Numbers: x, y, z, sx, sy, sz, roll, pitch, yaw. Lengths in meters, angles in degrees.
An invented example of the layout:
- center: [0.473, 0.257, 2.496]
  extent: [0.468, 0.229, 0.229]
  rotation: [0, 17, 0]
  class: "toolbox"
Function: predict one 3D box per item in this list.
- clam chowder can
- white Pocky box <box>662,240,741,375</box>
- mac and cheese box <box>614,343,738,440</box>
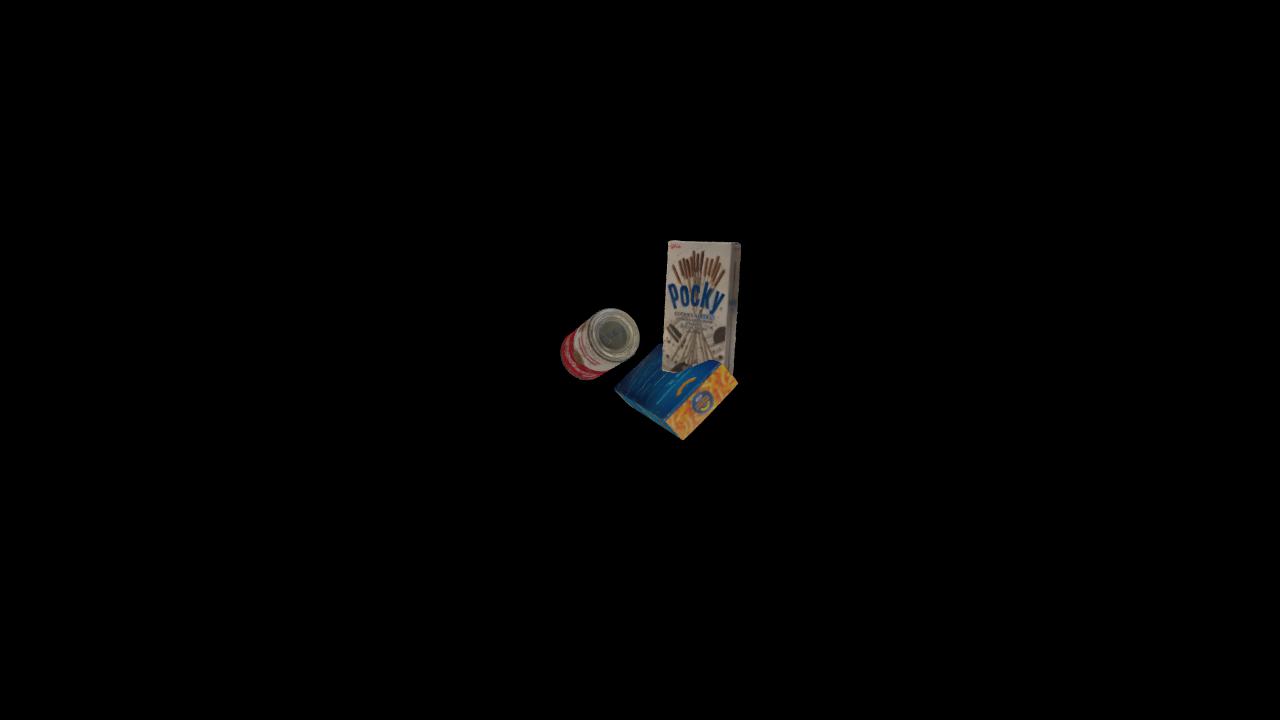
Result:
- center: [-0.050, -0.018, 0.755]
  extent: [0.068, 0.068, 0.102]
  rotation: [0, -14, -26]
  class: "clam chowder can"
- center: [0.069, -0.058, 0.703]
  extent: [0.084, 0.154, 0.028]
  rotation: [9, 12, 33]
  class: "white Pocky box"
- center: [0.037, 0.032, 0.751]
  extent: [0.093, 0.041, 0.184]
  rotation: [-43, 19, -8]
  class: "mac and cheese box"
